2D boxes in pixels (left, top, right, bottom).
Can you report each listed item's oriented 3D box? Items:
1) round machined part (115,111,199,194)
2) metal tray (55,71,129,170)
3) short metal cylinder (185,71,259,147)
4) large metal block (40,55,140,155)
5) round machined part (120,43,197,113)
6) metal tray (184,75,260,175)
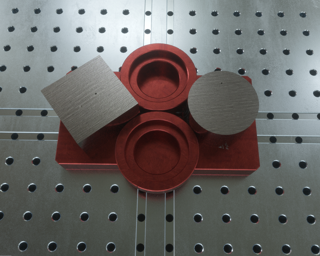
[{"bbox_3d":[-0.003,0.032,0.381,0.099,0.042,0.098,0,70,0],"label":"round machined part"},{"bbox_3d":[-0.082,-0.012,0.412,0.091,0.030,0.130,1,70,-1],"label":"metal tray"},{"bbox_3d":[0.072,-0.022,0.374,0.081,0.050,0.080,0,70,0],"label":"short metal cylinder"},{"bbox_3d":[-0.081,-0.027,0.376,0.080,0.050,0.080,-35,74,-12],"label":"large metal block"},{"bbox_3d":[-0.002,-0.061,0.415,0.099,0.042,0.098,0,70,0],"label":"round machined part"},{"bbox_3d":[0.077,-0.006,0.409,0.091,0.030,0.130,1,70,0],"label":"metal tray"}]
